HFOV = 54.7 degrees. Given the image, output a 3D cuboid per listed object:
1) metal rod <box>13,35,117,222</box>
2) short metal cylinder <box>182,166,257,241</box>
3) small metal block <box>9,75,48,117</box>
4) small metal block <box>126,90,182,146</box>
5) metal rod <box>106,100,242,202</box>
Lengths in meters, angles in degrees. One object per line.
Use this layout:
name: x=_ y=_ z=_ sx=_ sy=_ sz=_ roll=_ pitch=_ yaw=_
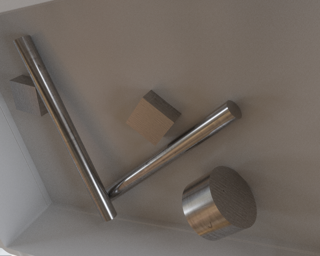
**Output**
metal rod: x=-0.137 y=0.010 z=0.466 sx=0.025 sy=0.025 sz=0.299 roll=-14 pitch=106 yaw=33
short metal cylinder: x=0.075 y=0.095 z=0.392 sx=0.080 sy=0.080 sz=0.050 roll=46 pitch=129 yaw=-4
small metal block: x=-0.199 y=-0.050 z=0.480 sx=0.050 sy=0.025 sz=0.050 roll=15 pitch=125 yaw=19
small metal block: x=-0.009 y=-0.013 z=0.404 sx=0.050 sy=0.025 sz=0.050 roll=39 pitch=129 yaw=1
metal rod: x=-0.008 y=0.051 z=0.443 sx=0.025 sy=0.025 sz=0.299 roll=47 pitch=129 yaw=-6
